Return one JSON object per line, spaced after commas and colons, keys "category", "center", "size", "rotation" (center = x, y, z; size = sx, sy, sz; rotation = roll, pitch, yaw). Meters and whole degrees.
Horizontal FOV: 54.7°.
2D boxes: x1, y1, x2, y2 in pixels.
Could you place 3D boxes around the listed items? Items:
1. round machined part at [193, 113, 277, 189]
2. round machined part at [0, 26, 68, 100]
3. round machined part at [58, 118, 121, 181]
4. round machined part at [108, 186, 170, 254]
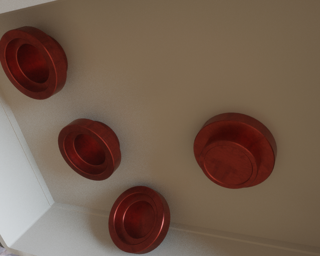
{"category": "round machined part", "center": [0.086, 0.034, 0.373], "size": [0.098, 0.042, 0.097], "rotation": [13, 124, 21]}
{"category": "round machined part", "center": [-0.169, -0.092, 0.430], "size": [0.098, 0.042, 0.097], "rotation": [13, 124, 21]}
{"category": "round machined part", "center": [-0.101, 0.028, 0.468], "size": [0.098, 0.042, 0.097], "rotation": [13, 124, 21]}
{"category": "round machined part", "center": [-0.027, 0.142, 0.477], "size": [0.098, 0.098, 0.042], "rotation": [-4, 153, 30]}
